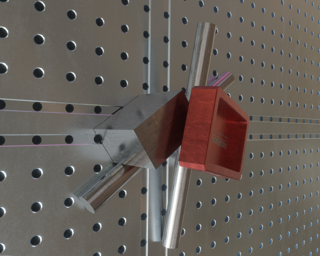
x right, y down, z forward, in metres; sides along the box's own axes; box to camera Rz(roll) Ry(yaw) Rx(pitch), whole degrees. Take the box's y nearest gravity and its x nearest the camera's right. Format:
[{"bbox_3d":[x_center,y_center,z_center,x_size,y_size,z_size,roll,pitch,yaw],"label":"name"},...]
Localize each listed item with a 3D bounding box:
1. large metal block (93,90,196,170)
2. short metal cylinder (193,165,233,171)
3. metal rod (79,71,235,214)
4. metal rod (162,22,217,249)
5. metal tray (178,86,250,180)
[{"bbox_3d":[-0.015,0.000,0.361,0.080,0.080,0.050,-41,116,-32],"label":"large metal block"},{"bbox_3d":[0.072,0.026,0.454,0.081,0.050,0.079,0,90,-40],"label":"short metal cylinder"},{"bbox_3d":[0.015,0.002,0.424,0.302,0.025,0.025,-41,115,-32],"label":"metal rod"},{"bbox_3d":[0.038,0.013,0.413,0.025,0.025,0.298,5,96,-40],"label":"metal rod"},{"bbox_3d":[0.072,0.012,0.376,0.130,0.030,0.090,25,74,-57],"label":"metal tray"}]
